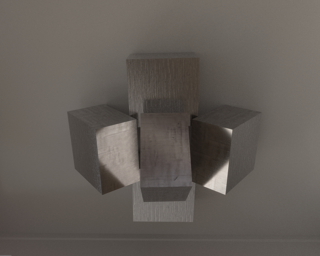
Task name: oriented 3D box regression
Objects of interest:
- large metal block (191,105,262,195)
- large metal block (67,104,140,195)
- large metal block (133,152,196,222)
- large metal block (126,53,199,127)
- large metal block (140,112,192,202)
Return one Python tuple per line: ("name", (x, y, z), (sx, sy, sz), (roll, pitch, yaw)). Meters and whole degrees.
("large metal block", (0.081, 0.022, 0.382), (0.050, 0.081, 0.079), (17, 116, 35))
("large metal block", (-0.070, 0.022, 0.380), (0.050, 0.080, 0.079), (-16, 115, -33))
("large metal block", (0.005, 0.080, 0.426), (0.081, 0.050, 0.079), (1, 110, -1))
("large metal block", (0.004, -0.048, 0.376), (0.080, 0.050, 0.079), (-1, 110, 0))
("large metal block", (0.005, 0.036, 0.351), (0.050, 0.080, 0.080), (-1, 66, -1))
